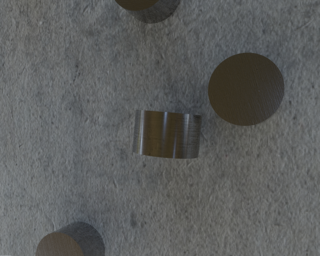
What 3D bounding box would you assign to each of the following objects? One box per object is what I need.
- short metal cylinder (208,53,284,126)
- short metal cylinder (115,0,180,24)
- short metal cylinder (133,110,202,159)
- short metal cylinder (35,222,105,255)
[{"bbox_3d":[0.101,-0.042,0.360,0.080,0.050,0.079,0,90,19],"label":"short metal cylinder"},{"bbox_3d":[-0.017,-0.183,0.401,0.080,0.050,0.079,0,90,19],"label":"short metal cylinder"},{"bbox_3d":[0.009,0.006,0.376,0.080,0.080,0.050,6,92,19],"label":"short metal cylinder"},{"bbox_3d":[-0.126,0.180,0.439,0.080,0.050,0.079,0,90,19],"label":"short metal cylinder"}]
